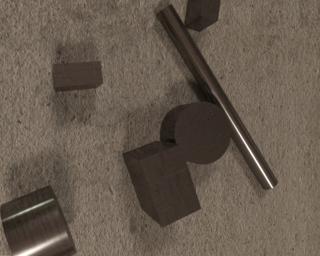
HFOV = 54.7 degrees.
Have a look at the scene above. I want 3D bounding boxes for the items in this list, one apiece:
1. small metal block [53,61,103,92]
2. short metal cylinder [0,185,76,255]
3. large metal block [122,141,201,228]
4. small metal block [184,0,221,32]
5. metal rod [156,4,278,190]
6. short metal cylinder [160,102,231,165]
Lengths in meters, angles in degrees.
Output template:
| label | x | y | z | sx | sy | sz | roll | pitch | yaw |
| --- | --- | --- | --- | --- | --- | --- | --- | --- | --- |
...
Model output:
| label | x | y | z | sx | sy | sz | roll | pitch | yaw |
| --- | --- | --- | --- | --- | --- | --- | --- | --- | --- |
| small metal block | -0.097 | -0.059 | 0.360 | 0.050 | 0.050 | 0.025 | -8 | 93 | -20 |
| short metal cylinder | -0.129 | 0.108 | 0.333 | 0.050 | 0.080 | 0.080 | -22 | 98 | -19 |
| large metal block | -0.001 | 0.063 | 0.381 | 0.050 | 0.080 | 0.080 | -20 | 97 | -19 |
| small metal block | 0.058 | -0.164 | 0.418 | 0.025 | 0.050 | 0.050 | 9 | 87 | -20 |
| metal rod | 0.087 | -0.036 | 0.442 | 0.025 | 0.025 | 0.299 | -37 | 102 | -16 |
| short metal cylinder | 0.047 | 0.006 | 0.414 | 0.081 | 0.050 | 0.079 | 0 | 90 | -21 |
